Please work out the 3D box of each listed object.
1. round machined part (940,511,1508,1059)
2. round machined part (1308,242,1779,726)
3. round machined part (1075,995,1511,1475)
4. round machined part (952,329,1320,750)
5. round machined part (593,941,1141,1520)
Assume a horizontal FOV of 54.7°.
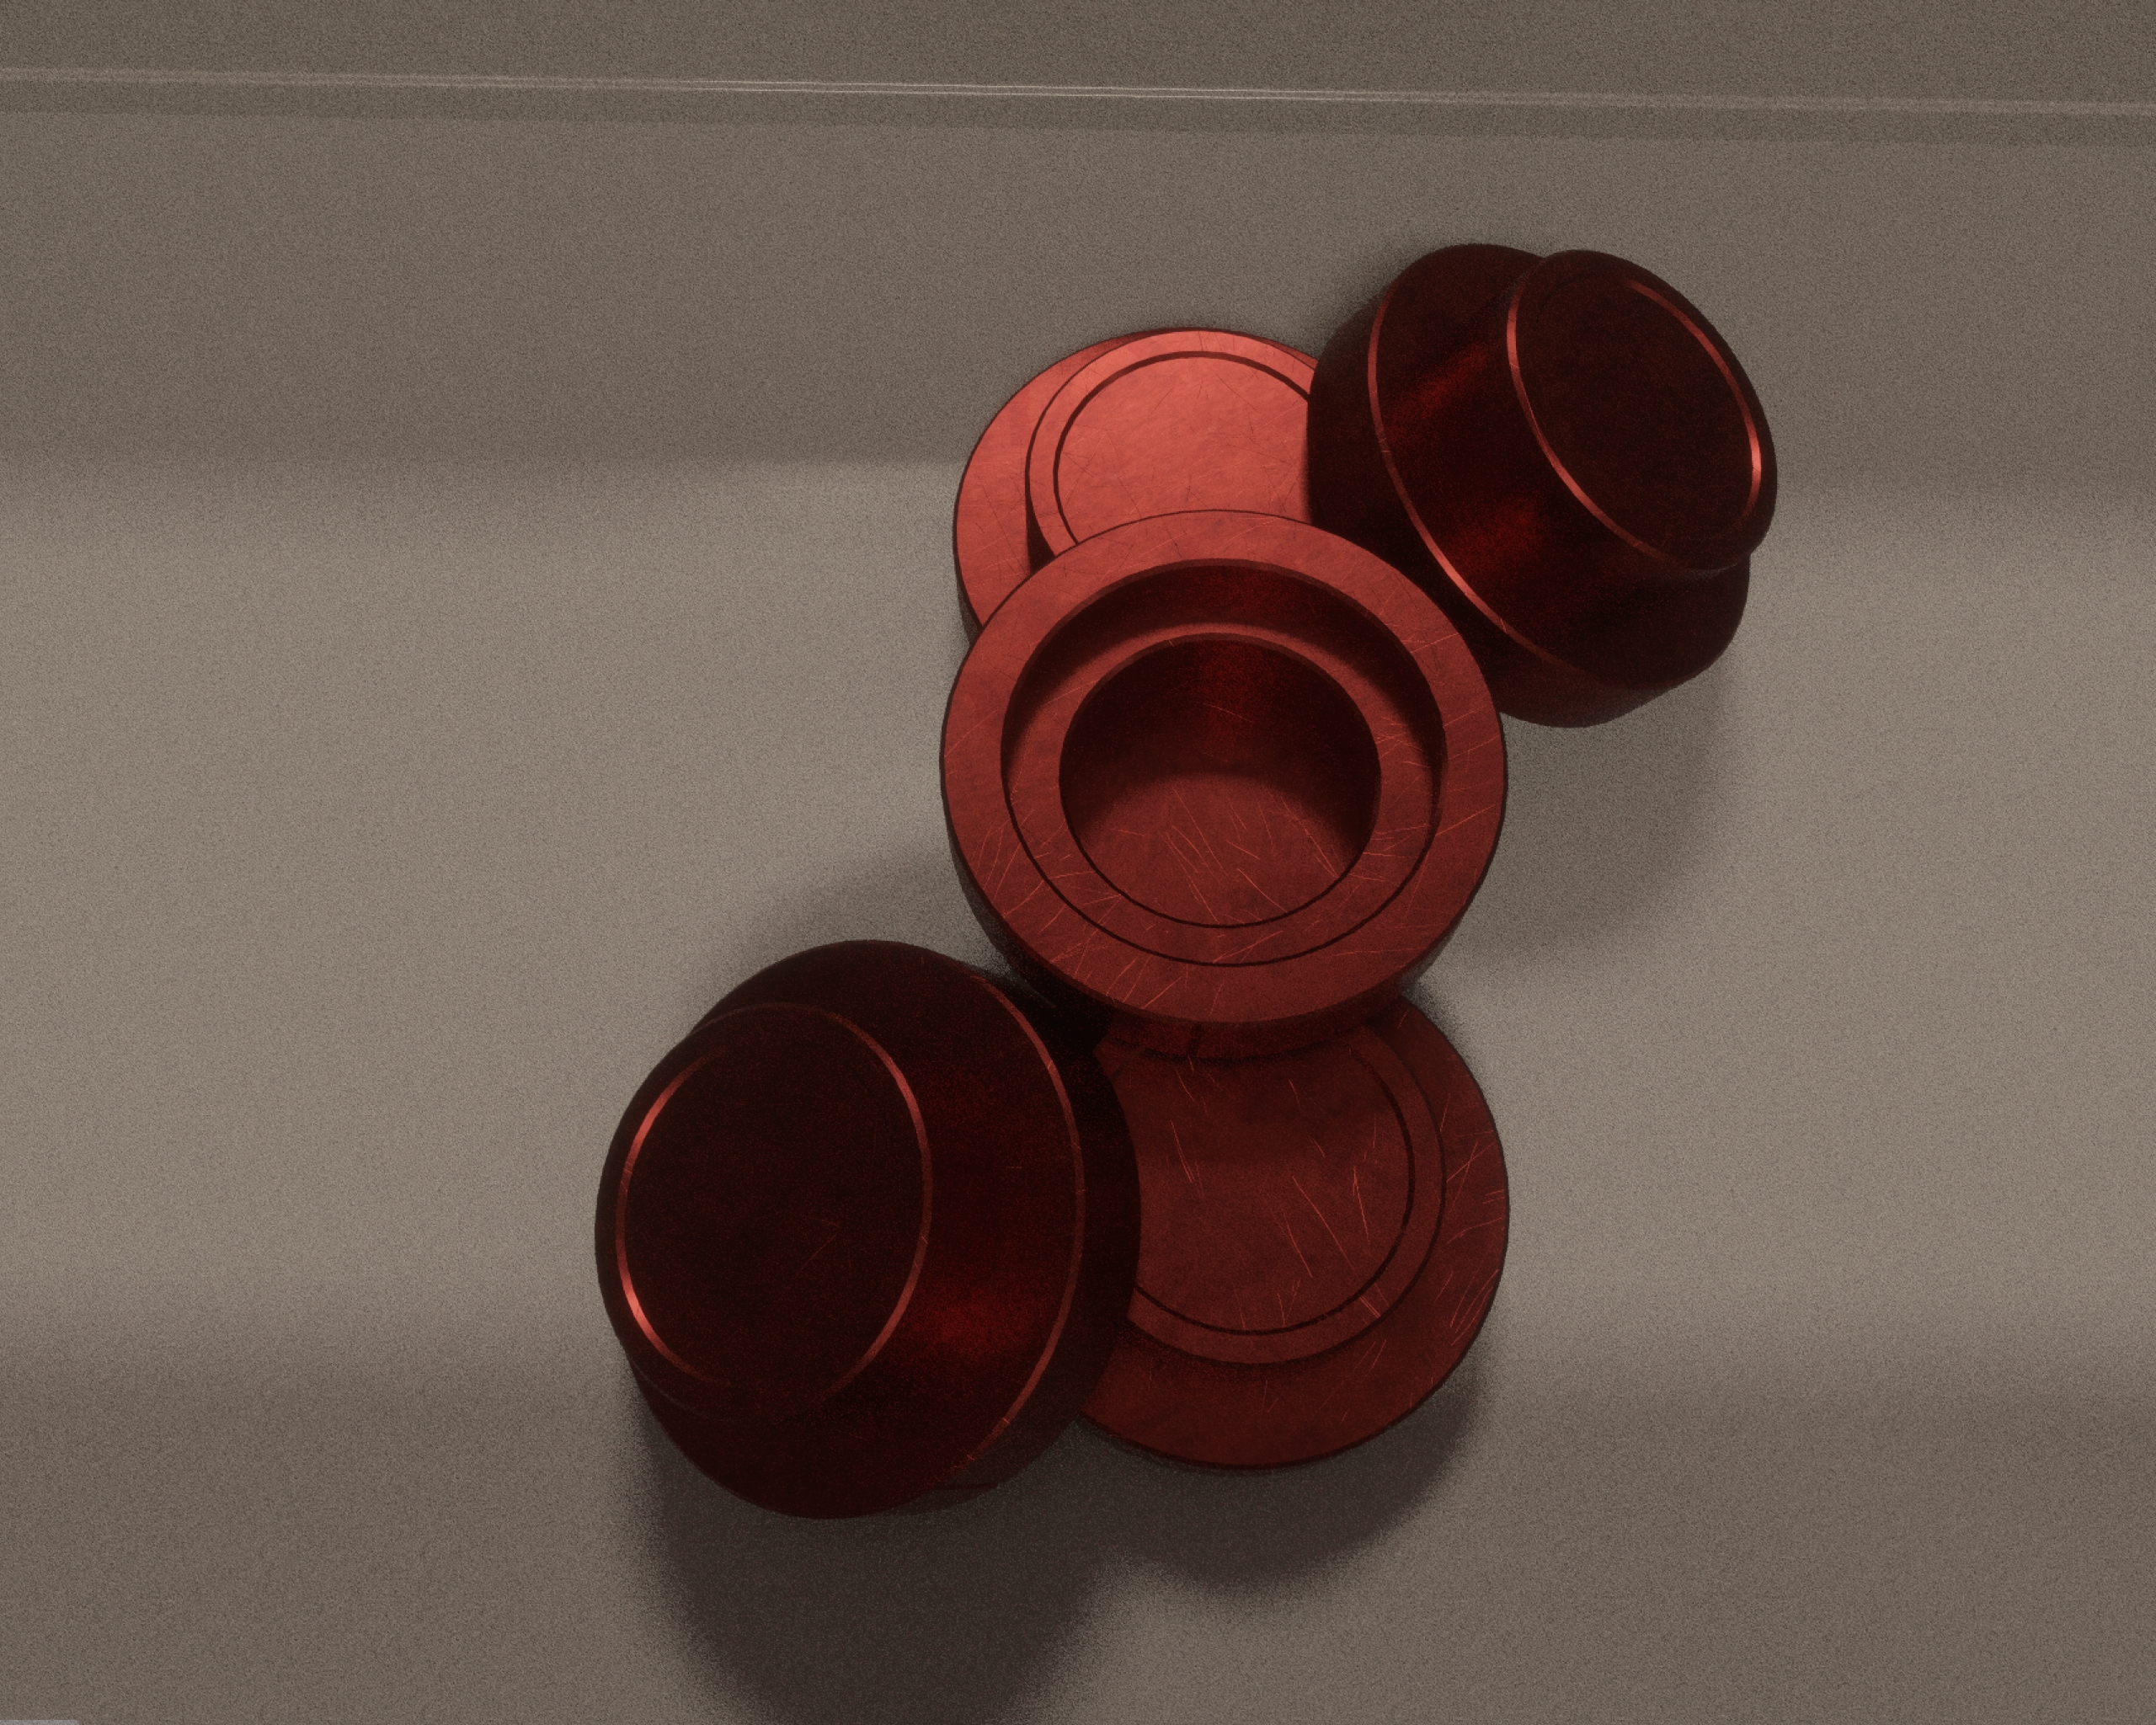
[{"bbox_3d":[0.025,-0.011,0.380,0.099,0.042,0.098,0,70,-1],"label":"round machined part"},{"bbox_3d":[0.097,-0.079,0.406,0.099,0.042,0.098,13,64,-28],"label":"round machined part"},{"bbox_3d":[0.029,0.059,0.377,0.099,0.042,0.098,0,70,-1],"label":"round machined part"},{"bbox_3d":[0.024,-0.068,0.424,0.099,0.042,0.098,0,70,-1],"label":"round machined part"},{"bbox_3d":[-0.042,0.061,0.354,0.098,0.042,0.098,-9,72,28],"label":"round machined part"}]
